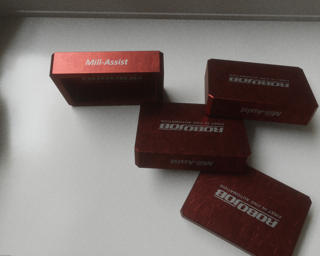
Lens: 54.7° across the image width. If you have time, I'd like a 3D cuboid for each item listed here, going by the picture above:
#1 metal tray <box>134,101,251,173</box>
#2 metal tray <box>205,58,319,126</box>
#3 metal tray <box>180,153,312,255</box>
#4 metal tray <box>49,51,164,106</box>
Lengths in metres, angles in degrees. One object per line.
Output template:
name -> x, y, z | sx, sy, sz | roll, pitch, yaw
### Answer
metal tray -> 0.038, 0.008, 0.384 | 0.131, 0.030, 0.090 | 3, 43, 0
metal tray -> 0.126, -0.050, 0.407 | 0.131, 0.030, 0.090 | 6, 43, 2
metal tray -> 0.101, 0.095, 0.373 | 0.130, 0.030, 0.090 | 27, 72, 9
metal tray -> -0.061, -0.060, 0.396 | 0.131, 0.090, 0.030 | -1, 70, -1
